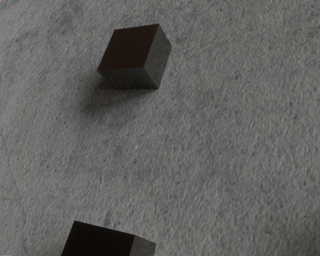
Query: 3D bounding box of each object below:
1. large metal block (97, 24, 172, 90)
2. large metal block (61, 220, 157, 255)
[{"bbox_3d":[-0.037,-0.106,0.471,0.080,0.050,0.080,3,63,29],"label":"large metal block"},{"bbox_3d":[-0.059,0.150,0.326,0.080,0.050,0.080,2,63,29],"label":"large metal block"}]
